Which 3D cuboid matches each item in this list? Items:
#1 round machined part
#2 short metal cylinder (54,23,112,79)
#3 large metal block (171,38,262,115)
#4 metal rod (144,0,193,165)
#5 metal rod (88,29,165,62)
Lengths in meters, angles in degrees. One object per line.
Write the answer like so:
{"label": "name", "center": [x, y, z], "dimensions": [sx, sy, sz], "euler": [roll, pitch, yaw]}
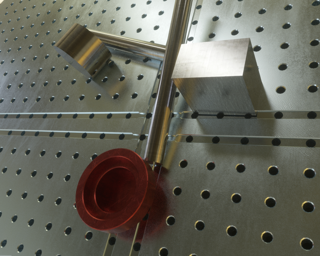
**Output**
{"label": "round machined part", "center": [-0.049, 0.077, 0.373], "dimensions": [0.098, 0.042, 0.098], "euler": [-13, 57, 22]}
{"label": "short metal cylinder", "center": [-0.127, -0.126, 0.515], "dimensions": [0.080, 0.080, 0.050], "euler": [32, 79, 37]}
{"label": "large metal block", "center": [0.071, -0.057, 0.370], "dimensions": [0.080, 0.080, 0.050], "euler": [3, 63, 29]}
{"label": "metal rod", "center": [0.018, -0.097, 0.427], "dimensions": [0.025, 0.025, 0.299], "euler": [2, 72, 29]}
{"label": "metal rod", "center": [-0.039, -0.133, 0.508], "dimensions": [0.300, 0.025, 0.025], "euler": [23, 74, 36]}
